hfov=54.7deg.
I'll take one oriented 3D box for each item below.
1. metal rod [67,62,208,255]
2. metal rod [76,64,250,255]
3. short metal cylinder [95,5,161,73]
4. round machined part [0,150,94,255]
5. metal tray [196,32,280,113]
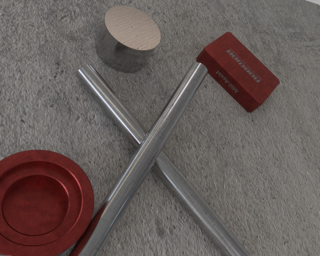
[{"bbox_3d":[-0.016,0.031,0.347,0.025,0.025,0.301,35,60,-5],"label":"metal rod"},{"bbox_3d":[-0.001,0.041,0.378,0.025,0.025,0.300,-35,81,-38],"label":"metal rod"},{"bbox_3d":[-0.046,-0.125,0.439,0.081,0.050,0.080,14,56,-21],"label":"short metal cylinder"},{"bbox_3d":[-0.115,0.073,0.287,0.099,0.042,0.098,14,56,-21],"label":"round machined part"},{"bbox_3d":[0.136,-0.099,0.534,0.130,0.030,0.091,46,51,3],"label":"metal tray"}]
